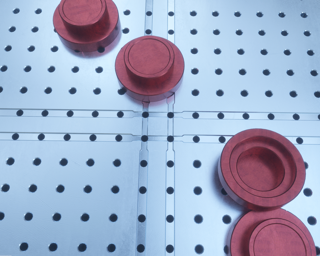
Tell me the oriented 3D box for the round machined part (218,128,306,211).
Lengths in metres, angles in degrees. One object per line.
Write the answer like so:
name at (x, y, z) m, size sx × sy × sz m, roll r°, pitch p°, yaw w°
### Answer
round machined part at (0.120, 0.053, 0.380) m, size 0.099 × 0.042 × 0.098 m, roll 0°, pitch 63°, yaw 1°

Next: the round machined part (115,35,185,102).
round machined part at (-0.015, -0.090, 0.436) m, size 0.099 × 0.042 × 0.098 m, roll 0°, pitch 70°, yaw 0°

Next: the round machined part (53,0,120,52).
round machined part at (-0.111, -0.167, 0.463) m, size 0.099 × 0.042 × 0.098 m, roll 0°, pitch 70°, yaw 0°

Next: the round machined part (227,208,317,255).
round machined part at (0.129, 0.139, 0.353) m, size 0.099 × 0.042 × 0.098 m, roll 0°, pitch 70°, yaw 0°
